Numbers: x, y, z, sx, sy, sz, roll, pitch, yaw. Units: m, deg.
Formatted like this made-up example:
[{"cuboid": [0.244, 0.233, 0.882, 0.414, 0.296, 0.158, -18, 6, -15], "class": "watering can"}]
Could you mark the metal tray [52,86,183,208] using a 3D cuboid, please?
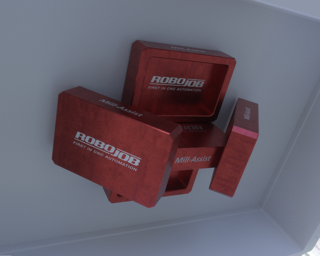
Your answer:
[{"cuboid": [-0.050, 0.019, 0.331, 0.030, 0.130, 0.089, -40, 148, -61], "class": "metal tray"}]

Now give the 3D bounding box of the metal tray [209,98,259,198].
[{"cuboid": [0.101, 0.020, 0.415, 0.030, 0.130, 0.089, 19, 115, 10], "class": "metal tray"}]

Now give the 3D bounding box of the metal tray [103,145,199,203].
[{"cuboid": [-0.006, 0.053, 0.431, 0.131, 0.030, 0.089, 0, 118, -29], "class": "metal tray"}]

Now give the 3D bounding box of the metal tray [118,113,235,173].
[{"cuboid": [0.018, 0.014, 0.383, 0.131, 0.090, 0.030, 0, 118, -29], "class": "metal tray"}]

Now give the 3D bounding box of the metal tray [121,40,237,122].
[{"cuboid": [0.023, -0.053, 0.383, 0.131, 0.030, 0.089, -1, 119, -29], "class": "metal tray"}]
